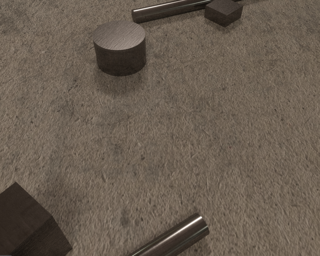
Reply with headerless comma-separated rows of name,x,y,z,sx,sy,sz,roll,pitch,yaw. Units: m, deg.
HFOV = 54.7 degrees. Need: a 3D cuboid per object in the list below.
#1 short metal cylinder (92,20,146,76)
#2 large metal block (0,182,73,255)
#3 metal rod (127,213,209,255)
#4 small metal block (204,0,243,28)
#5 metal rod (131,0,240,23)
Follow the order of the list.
short metal cylinder,-0.063,-0.128,0.493,0.081,0.050,0.080,0,50,0
large metal block,-0.134,0.109,0.274,0.050,0.080,0.080,32,57,24
metal rod,-0.084,0.160,0.267,0.302,0.025,0.025,-26,55,-21
small metal block,0.122,-0.223,0.592,0.050,0.025,0.050,-37,59,-27
metal rod,0.090,-0.253,0.616,0.302,0.025,0.025,-18,53,-15
